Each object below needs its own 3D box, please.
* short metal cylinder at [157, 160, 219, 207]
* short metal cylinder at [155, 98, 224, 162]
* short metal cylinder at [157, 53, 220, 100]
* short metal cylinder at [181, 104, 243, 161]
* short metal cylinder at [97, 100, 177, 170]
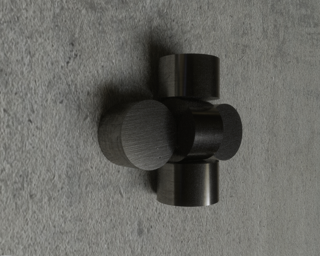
[{"bbox_3d":[0.036,0.067,0.401,0.081,0.080,0.050,0,90,-40],"label":"short metal cylinder"},{"bbox_3d":[0.034,0.003,0.399,0.050,0.080,0.080,1,90,-40],"label":"short metal cylinder"},{"bbox_3d":[0.037,-0.063,0.402,0.081,0.080,0.050,0,90,-40],"label":"short metal cylinder"},{"bbox_3d":[0.075,0.005,0.452,0.081,0.050,0.080,-1,91,-40],"label":"short metal cylinder"},{"bbox_3d":[-0.026,0.008,0.368,0.081,0.050,0.080,0,90,-41],"label":"short metal cylinder"}]
